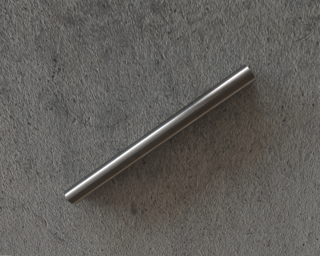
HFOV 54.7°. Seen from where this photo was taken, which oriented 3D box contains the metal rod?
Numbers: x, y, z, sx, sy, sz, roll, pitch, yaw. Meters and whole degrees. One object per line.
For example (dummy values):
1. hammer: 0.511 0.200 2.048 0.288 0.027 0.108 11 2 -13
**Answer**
1. metal rod: -0.007 0.015 0.417 0.300 0.025 0.025 -35 107 11
